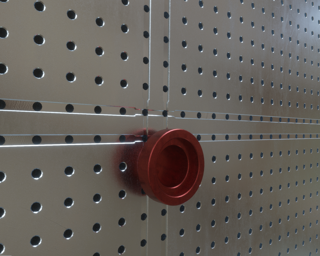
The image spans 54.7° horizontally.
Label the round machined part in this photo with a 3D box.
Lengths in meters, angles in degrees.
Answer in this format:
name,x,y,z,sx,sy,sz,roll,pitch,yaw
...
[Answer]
name,x,y,z,sx,sy,sz,roll,pitch,yaw
round machined part,0.010,0.050,0.409,0.099,0.042,0.097,0,90,-40
